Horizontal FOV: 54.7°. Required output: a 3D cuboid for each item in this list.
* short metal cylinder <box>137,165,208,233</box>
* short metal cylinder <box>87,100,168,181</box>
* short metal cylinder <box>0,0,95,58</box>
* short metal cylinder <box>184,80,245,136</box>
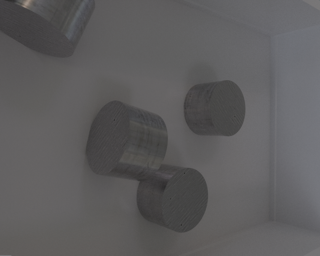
[{"bbox_3d":[0.017,0.089,0.405,0.081,0.050,0.080,0,90,-40],"label":"short metal cylinder"},{"bbox_3d":[-0.037,0.015,0.339,0.050,0.080,0.080,18,79,-39],"label":"short metal cylinder"},{"bbox_3d":[-0.107,-0.108,0.281,0.080,0.080,0.050,31,71,-36],"label":"short metal cylinder"},{"bbox_3d":[0.081,-0.028,0.458,0.081,0.050,0.080,0,90,-40],"label":"short metal cylinder"}]
